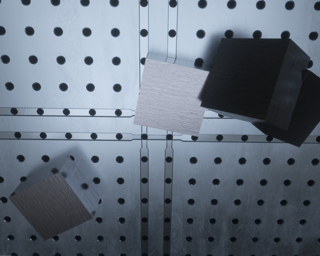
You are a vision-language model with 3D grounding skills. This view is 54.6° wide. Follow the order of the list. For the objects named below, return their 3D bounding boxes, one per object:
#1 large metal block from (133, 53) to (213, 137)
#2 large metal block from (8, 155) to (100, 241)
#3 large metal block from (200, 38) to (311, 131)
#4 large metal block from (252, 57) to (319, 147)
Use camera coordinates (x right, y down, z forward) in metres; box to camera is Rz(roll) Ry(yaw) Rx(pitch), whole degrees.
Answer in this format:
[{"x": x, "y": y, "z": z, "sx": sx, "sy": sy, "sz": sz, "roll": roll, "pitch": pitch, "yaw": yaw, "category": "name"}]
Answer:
[{"x": 0.015, "y": -0.042, "z": 0.385, "sx": 0.080, "sy": 0.050, "sz": 0.079, "roll": 11, "pitch": 110, "yaw": -4, "category": "large metal block"}, {"x": -0.144, "y": 0.098, "z": 0.435, "sx": 0.080, "sy": 0.050, "sz": 0.080, "roll": -27, "pitch": 108, "yaw": 9, "category": "large metal block"}, {"x": 0.101, "y": -0.049, "z": 0.334, "sx": 0.050, "sy": 0.080, "sz": 0.080, "roll": 17, "pitch": 91, "yaw": -43, "category": "large metal block"}, {"x": 0.154, "y": -0.030, "z": 0.372, "sx": 0.080, "sy": 0.050, "sz": 0.080, "roll": 17, "pitch": 112, "yaw": -38, "category": "large metal block"}]
